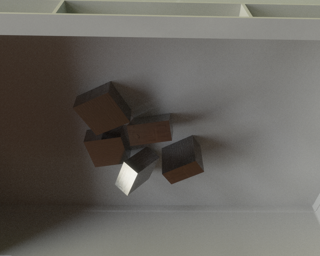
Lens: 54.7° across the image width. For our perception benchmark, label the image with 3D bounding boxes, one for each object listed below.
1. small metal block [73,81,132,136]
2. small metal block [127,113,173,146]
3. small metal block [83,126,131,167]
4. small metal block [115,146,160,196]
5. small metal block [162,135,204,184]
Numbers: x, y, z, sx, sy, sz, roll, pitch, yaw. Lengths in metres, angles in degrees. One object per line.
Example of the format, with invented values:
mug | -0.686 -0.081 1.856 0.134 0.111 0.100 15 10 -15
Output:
small metal block | -0.071 -0.024 0.388 0.050 0.025 0.050 -21 127 16
small metal block | -0.011 0.001 0.389 0.050 0.050 0.025 -8 102 6
small metal block | -0.072 0.026 0.430 0.050 0.025 0.050 -8 130 6
small metal block | -0.032 0.061 0.441 0.025 0.050 0.050 38 129 17
small metal block | 0.031 0.044 0.431 0.050 0.050 0.025 -25 126 19
